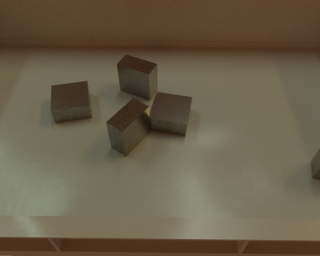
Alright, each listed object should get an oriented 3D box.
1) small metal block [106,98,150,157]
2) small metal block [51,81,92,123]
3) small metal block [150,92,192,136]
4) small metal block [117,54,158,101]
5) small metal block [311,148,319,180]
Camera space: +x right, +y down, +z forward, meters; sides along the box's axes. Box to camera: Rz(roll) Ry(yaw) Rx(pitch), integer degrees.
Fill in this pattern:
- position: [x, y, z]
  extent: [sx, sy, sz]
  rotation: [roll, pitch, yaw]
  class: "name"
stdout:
- position: [-0.038, -0.001, 0.389]
  extent: [0.025, 0.050, 0.050]
  rotation: [29, 56, 22]
  class: "small metal block"
- position: [-0.124, -0.037, 0.435]
  extent: [0.050, 0.025, 0.050]
  rotation: [-9, 51, -8]
  class: "small metal block"
- position: [0.015, -0.020, 0.422]
  extent: [0.050, 0.025, 0.050]
  rotation: [9, 51, 7]
  class: "small metal block"
- position: [-0.032, -0.073, 0.450]
  extent: [0.050, 0.050, 0.025]
  rotation: [20, 53, 16]
  class: "small metal block"
- position: [0.210, 0.040, 0.357]
  extent: [0.050, 0.050, 0.025]
  rotation: [11, 51, 9]
  class: "small metal block"
